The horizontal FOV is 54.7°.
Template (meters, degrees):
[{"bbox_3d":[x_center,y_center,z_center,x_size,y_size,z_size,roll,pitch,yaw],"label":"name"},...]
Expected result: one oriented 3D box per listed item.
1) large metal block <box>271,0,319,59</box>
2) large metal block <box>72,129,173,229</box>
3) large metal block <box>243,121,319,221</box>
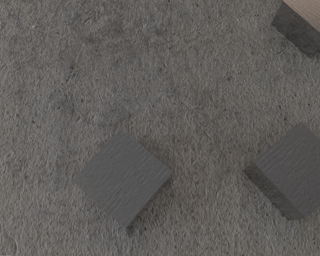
[{"bbox_3d":[0.229,-0.164,0.456,0.080,0.050,0.080,-37,74,-12],"label":"large metal block"},{"bbox_3d":[-0.042,0.062,0.372,0.080,0.050,0.080,38,74,12],"label":"large metal block"},{"bbox_3d":[0.164,0.053,0.376,0.080,0.050,0.080,-37,74,-13],"label":"large metal block"}]
